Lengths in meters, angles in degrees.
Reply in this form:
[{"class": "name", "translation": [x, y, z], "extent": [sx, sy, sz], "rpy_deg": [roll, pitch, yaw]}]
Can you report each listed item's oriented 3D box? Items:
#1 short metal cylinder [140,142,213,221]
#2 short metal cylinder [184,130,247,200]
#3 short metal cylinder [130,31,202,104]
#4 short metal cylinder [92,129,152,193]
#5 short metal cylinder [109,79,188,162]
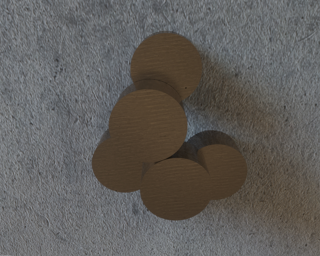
[{"class": "short metal cylinder", "translation": [0.018, 0.060, 0.366], "extent": [0.081, 0.050, 0.079], "rpy_deg": [0, 110, -1]}, {"class": "short metal cylinder", "translation": [0.070, 0.049, 0.416], "extent": [0.081, 0.050, 0.079], "rpy_deg": [0, 110, 0]}, {"class": "short metal cylinder", "translation": [0.007, -0.074, 0.371], "extent": [0.081, 0.050, 0.079], "rpy_deg": [0, 110, 0]}, {"class": "short metal cylinder", "translation": [-0.045, 0.038, 0.411], "extent": [0.081, 0.050, 0.079], "rpy_deg": [0, 110, 0]}, {"class": "short metal cylinder", "translation": [-0.012, -0.009, 0.340], "extent": [0.080, 0.050, 0.079], "rpy_deg": [0, 110, 0]}]
